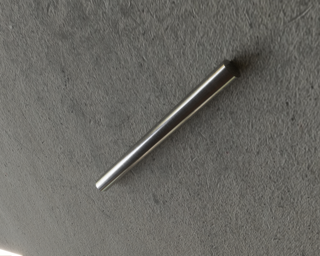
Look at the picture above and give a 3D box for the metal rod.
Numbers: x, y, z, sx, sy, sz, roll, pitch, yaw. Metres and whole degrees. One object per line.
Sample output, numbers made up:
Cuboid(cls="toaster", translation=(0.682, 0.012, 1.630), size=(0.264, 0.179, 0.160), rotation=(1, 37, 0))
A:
Cuboid(cls="metal rod", translation=(-0.009, 0.015, 0.422), size=(0.025, 0.025, 0.299), rotation=(45, 129, -3))
